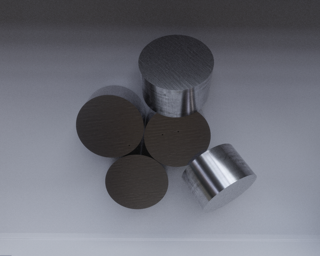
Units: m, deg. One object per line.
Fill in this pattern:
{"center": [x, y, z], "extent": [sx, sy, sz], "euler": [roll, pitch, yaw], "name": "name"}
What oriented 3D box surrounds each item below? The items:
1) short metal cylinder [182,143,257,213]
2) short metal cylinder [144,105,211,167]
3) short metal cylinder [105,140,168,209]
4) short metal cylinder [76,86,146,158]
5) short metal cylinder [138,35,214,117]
{"center": [0.076, 0.065, 0.399], "extent": [0.081, 0.050, 0.080], "euler": [-25, 149, -16], "name": "short metal cylinder"}
{"center": [0.021, 0.003, 0.397], "extent": [0.081, 0.050, 0.079], "euler": [0, 110, -1], "name": "short metal cylinder"}
{"center": [-0.030, 0.061, 0.418], "extent": [0.081, 0.050, 0.079], "euler": [0, 110, -1], "name": "short metal cylinder"}
{"center": [-0.059, -0.009, 0.391], "extent": [0.081, 0.050, 0.079], "euler": [0, 110, -1], "name": "short metal cylinder"}
{"center": [0.018, -0.059, 0.351], "extent": [0.081, 0.080, 0.050], "euler": [-3, 149, 0], "name": "short metal cylinder"}
